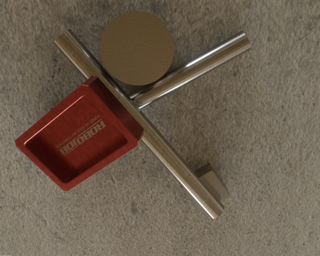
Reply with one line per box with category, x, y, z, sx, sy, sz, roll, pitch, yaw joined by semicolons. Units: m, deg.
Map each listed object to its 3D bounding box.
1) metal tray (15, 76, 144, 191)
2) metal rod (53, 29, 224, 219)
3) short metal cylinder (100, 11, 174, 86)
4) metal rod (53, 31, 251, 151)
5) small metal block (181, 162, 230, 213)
metal tray;-0.096;0.011;0.370;0.130;0.030;0.090;-33;107;23
metal rod;-0.016;0.006;0.387;0.025;0.025;0.300;-37;106;12
short metal cylinder;-0.025;-0.094;0.362;0.081;0.050;0.079;0;110;-1
metal rod;-0.027;-0.036;0.397;0.301;0.025;0.025;-28;108;9
small metal block;0.064;0.085;0.443;0.050;0.025;0.050;-32;107;10
